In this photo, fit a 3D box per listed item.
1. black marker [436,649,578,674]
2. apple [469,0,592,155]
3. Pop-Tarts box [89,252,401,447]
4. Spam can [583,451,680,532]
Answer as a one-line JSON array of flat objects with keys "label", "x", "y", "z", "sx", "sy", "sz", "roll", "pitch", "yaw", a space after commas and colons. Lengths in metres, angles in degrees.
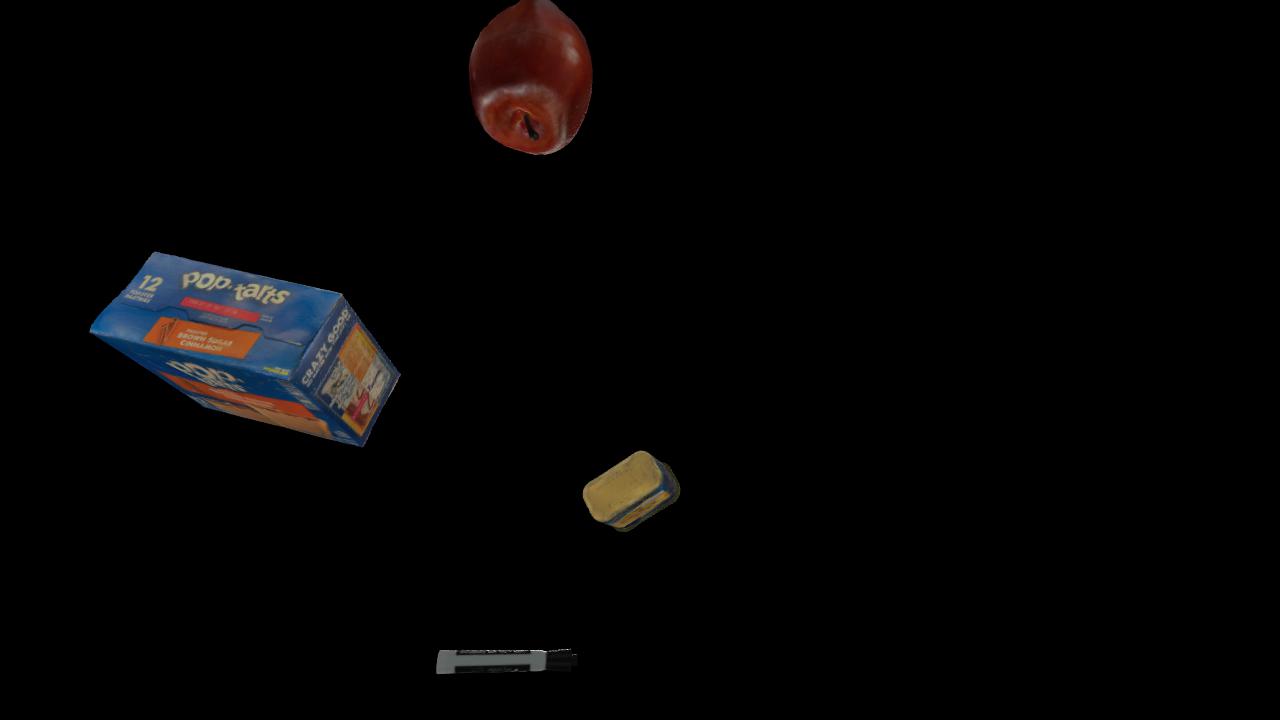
[{"label": "black marker", "x": -0.116, "y": 0.265, "z": 0.542, "sx": 0.121, "sy": 0.020, "sz": 0.020, "roll": 4, "pitch": -1, "yaw": -10}, {"label": "apple", "x": -0.066, "y": -0.174, "z": 0.383, "sx": 0.079, "sy": 0.093, "sz": 0.079, "roll": 2, "pitch": -21, "yaw": 1}, {"label": "Pop-Tarts box", "x": -0.319, "y": -0.003, "z": 0.524, "sx": 0.167, "sy": 0.083, "sz": 0.141, "roll": 12, "pitch": -28, "yaw": 6}, {"label": "Spam can", "x": -0.010, "y": 0.160, "z": 0.748, "sx": 0.101, "sy": 0.058, "sz": 0.085, "roll": -34, "pitch": -26, "yaw": 3}]
